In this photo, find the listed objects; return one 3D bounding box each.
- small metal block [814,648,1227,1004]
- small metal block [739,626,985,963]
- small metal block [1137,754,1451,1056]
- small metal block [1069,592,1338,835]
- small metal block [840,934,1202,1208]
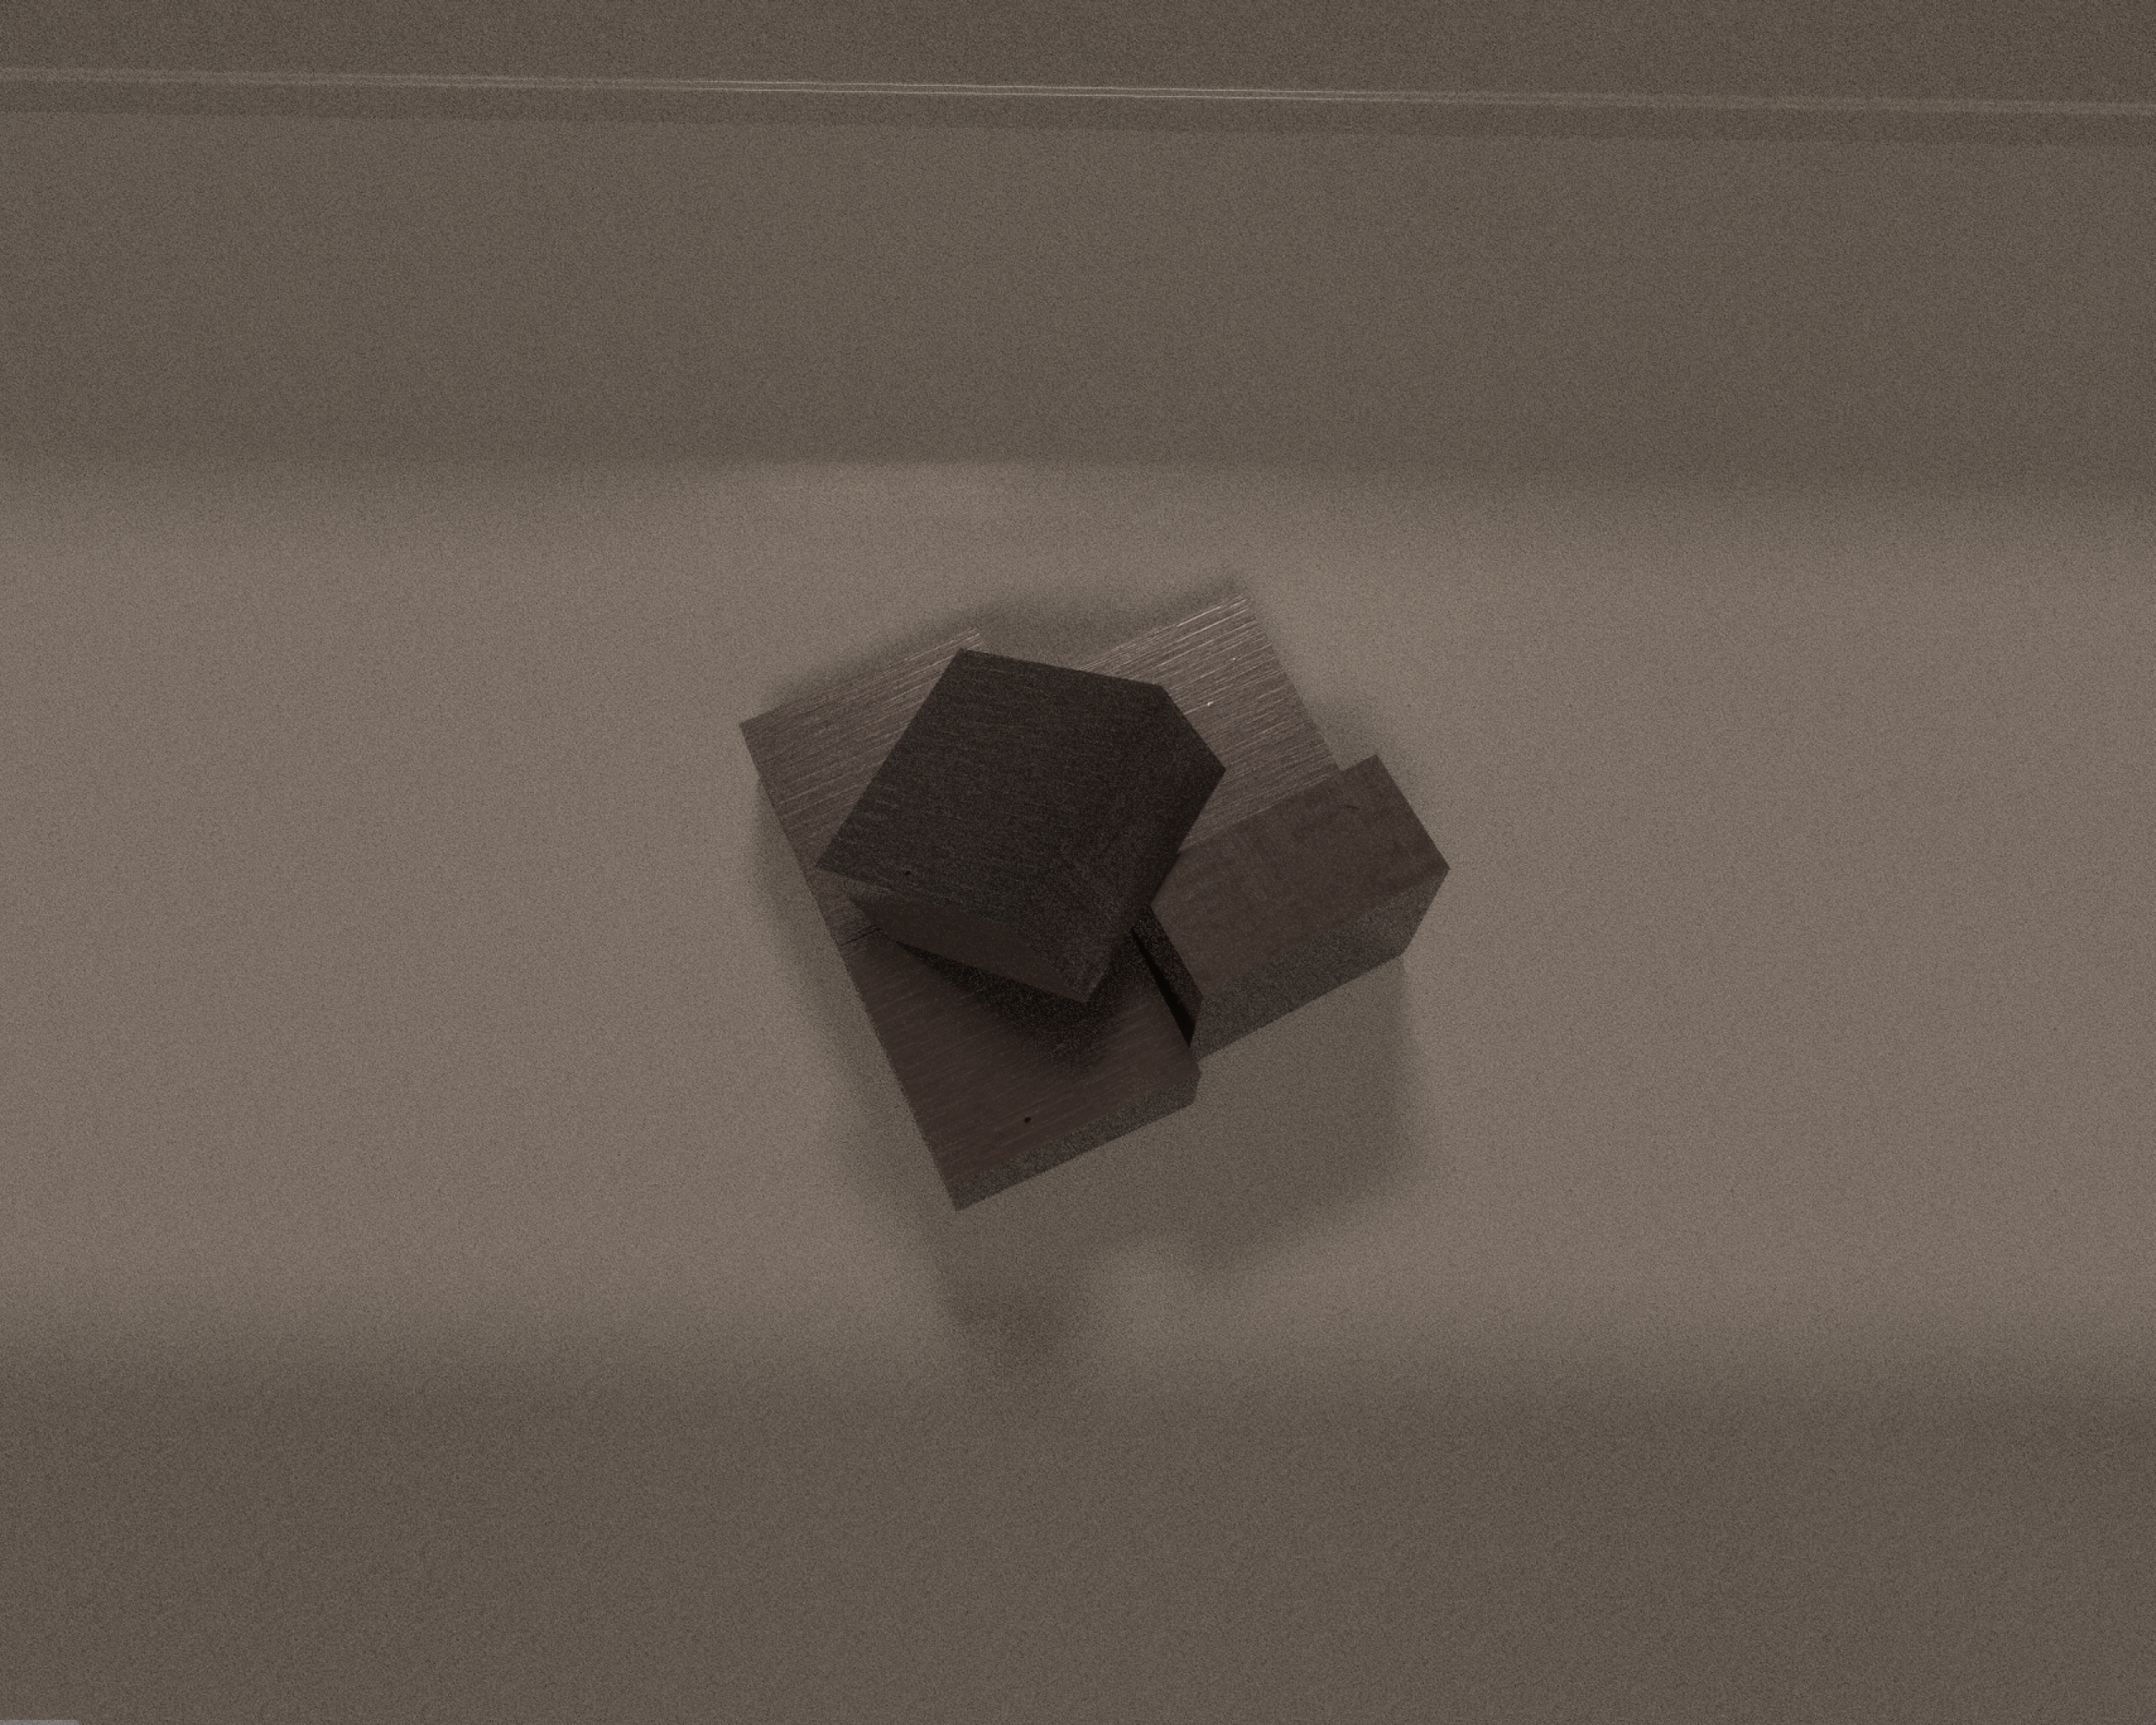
[{"bbox_3d":[-0.010,-0.008,0.371,0.050,0.025,0.050,15,66,42],"label":"small metal block"},{"bbox_3d":[-0.032,-0.011,0.412,0.050,0.025,0.050,-24,72,-9],"label":"small metal block"},{"bbox_3d":[0.037,0.010,0.391,0.050,0.050,0.025,-27,73,-10],"label":"small metal block"},{"bbox_3d":[0.020,-0.019,0.415,0.050,0.025,0.050,-24,72,-9],"label":"small metal block"},{"bbox_3d":[-0.011,0.031,0.397,0.050,0.025,0.050,-24,72,-9],"label":"small metal block"}]
